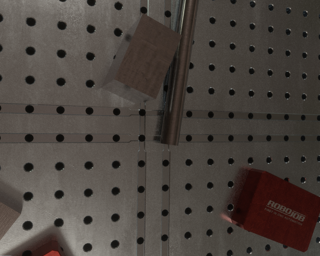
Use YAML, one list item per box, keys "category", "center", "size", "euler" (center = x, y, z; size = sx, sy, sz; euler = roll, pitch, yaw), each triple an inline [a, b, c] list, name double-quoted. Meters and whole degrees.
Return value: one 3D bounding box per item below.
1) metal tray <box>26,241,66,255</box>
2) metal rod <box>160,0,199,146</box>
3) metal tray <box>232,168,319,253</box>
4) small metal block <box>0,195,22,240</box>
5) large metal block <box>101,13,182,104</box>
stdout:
- category: "metal tray"
  center: [-0.159, 0.204, 0.352]
  size: [0.131, 0.030, 0.090]
  euler: [-28, 100, -18]
- category: "metal rod"
  center: [0.034, -0.125, 0.425]
  size: [0.025, 0.025, 0.298]
  euler: [9, 87, -20]
- category: "metal tray"
  center: [0.185, 0.128, 0.480]
  size: [0.131, 0.030, 0.090]
  euler: [25, 81, -19]
- category: "small metal block"
  center: [-0.192, 0.100, 0.342]
  size: [0.050, 0.025, 0.050]
  euler: [39, 77, -16]
- category: "large metal block"
  center: [-0.025, -0.078, 0.375]
  size: [0.050, 0.080, 0.080]
  euler: [25, 82, -19]
